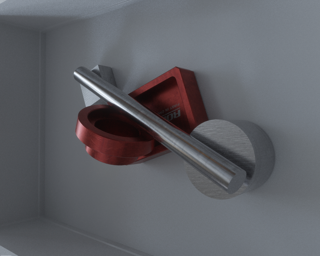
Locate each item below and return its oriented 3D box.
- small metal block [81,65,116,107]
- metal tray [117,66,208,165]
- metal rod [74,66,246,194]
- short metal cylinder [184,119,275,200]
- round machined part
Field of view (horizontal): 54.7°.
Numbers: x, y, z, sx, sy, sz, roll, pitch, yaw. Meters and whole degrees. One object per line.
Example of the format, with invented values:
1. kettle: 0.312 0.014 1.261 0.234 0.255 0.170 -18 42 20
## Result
1. small metal block: -0.095 -0.063 0.481 0.050 0.025 0.050 -28 73 36
2. metal tray: -0.005 -0.011 0.403 0.130 0.030 0.090 -24 75 37
3. metal rod: -0.025 -0.017 0.371 0.300 0.025 0.025 35 111 41
4. short metal cylinder: 0.072 0.031 0.328 0.080 0.050 0.079 0 90 39
5. round machined part: -0.055 0.011 0.383 0.098 0.099 0.042 34 119 34
